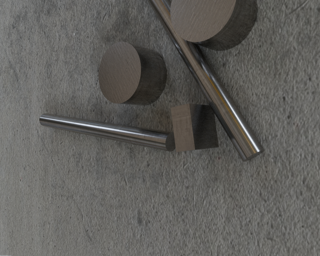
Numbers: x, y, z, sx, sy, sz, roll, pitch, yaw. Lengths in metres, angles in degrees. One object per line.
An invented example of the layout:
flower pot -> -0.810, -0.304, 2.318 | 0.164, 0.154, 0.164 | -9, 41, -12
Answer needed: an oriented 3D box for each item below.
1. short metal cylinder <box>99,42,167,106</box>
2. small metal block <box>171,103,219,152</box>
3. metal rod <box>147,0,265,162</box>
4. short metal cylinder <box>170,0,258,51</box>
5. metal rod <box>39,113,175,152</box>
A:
short metal cylinder -> -0.038, -0.072, 0.420 | 0.080, 0.050, 0.080 | 0, 90, 40
small metal block -> 0.041, 0.000, 0.355 | 0.025, 0.050, 0.050 | -11, 83, 39
metal rod -> 0.035, -0.096, 0.376 | 0.025, 0.025, 0.299 | -41, 66, 32
short metal cylinder -> 0.059, -0.130, 0.340 | 0.080, 0.050, 0.080 | 0, 90, 40
metal rod -> -0.100, 0.001, 0.487 | 0.300, 0.025, 0.025 | 8, 95, 39
